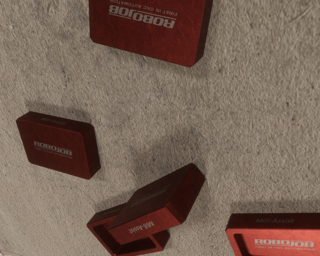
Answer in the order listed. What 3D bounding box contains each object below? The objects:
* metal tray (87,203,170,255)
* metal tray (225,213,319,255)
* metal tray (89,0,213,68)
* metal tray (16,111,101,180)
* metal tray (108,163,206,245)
[{"bbox_3d":[-0.058,0.180,0.543,0.130,0.030,0.090,-28,104,37],"label":"metal tray"},{"bbox_3d":[0.164,0.158,0.414,0.130,0.030,0.090,-11,113,32],"label":"metal tray"},{"bbox_3d":[-0.013,-0.126,0.332,0.130,0.030,0.089,18,126,17],"label":"metal tray"},{"bbox_3d":[-0.165,0.028,0.505,0.130,0.030,0.089,11,123,21],"label":"metal tray"},{"bbox_3d":[-0.005,0.106,0.431,0.130,0.090,0.030,-33,100,38],"label":"metal tray"}]
